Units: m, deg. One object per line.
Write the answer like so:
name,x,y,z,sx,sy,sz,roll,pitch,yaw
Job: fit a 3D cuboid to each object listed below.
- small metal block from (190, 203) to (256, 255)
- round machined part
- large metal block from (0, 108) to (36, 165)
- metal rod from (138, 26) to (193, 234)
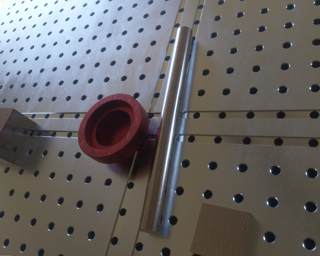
small metal block,0.063,0.107,0.309,0.050,0.025,0.050,5,64,30
round machined part,-0.059,0.004,0.426,0.098,0.042,0.098,-13,56,21
large metal block,-0.275,0.012,0.529,0.080,0.050,0.080,4,64,30
metal rod,0.013,-0.016,0.411,0.025,0.025,0.300,-4,60,26
